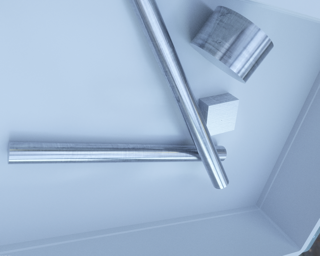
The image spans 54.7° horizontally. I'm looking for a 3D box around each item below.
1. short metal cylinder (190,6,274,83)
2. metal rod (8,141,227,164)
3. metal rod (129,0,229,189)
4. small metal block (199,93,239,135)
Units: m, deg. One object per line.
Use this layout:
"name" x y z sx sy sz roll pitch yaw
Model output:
"short metal cylinder" 0.082 -0.096 0.361 0.080 0.080 0.050 28 103 -38
"metal rod" -0.034 0.034 0.412 0.303 0.025 0.025 3 117 -30
"metal rod" 0.035 -0.028 0.392 0.025 0.025 0.299 -32 123 -8
"small metal block" 0.082 -0.019 0.444 0.050 0.025 0.050 -13 124 -22
